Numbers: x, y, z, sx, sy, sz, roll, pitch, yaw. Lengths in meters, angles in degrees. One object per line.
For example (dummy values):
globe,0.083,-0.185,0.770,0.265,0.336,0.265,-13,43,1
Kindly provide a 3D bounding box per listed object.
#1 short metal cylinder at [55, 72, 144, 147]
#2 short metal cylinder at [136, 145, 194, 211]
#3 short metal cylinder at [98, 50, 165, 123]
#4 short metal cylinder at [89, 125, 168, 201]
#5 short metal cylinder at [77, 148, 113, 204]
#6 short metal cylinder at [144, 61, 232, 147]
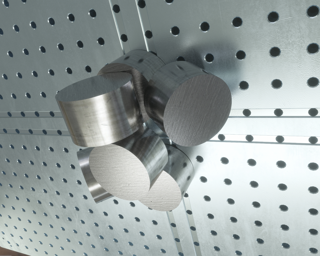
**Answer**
short metal cylinder,-0.062,-0.022,0.329,0.080,0.080,0.050,1,119,28
short metal cylinder,0.002,0.070,0.437,0.080,0.050,0.079,13,125,20
short metal cylinder,-0.032,-0.050,0.381,0.080,0.050,0.079,13,125,20
short metal cylinder,-0.037,0.040,0.374,0.080,0.050,0.079,13,124,21
short metal cylinder,-0.082,0.062,0.450,0.050,0.080,0.080,-21,114,-11
short metal cylinder,0.029,-0.027,0.335,0.050,0.081,0.079,-134,34,-53
